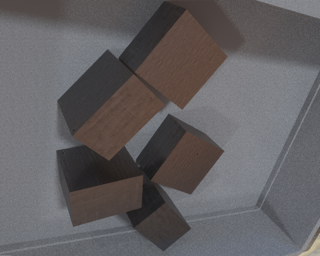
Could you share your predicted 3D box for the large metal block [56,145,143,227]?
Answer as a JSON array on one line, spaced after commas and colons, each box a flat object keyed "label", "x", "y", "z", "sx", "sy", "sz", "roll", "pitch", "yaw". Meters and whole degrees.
[{"label": "large metal block", "x": -0.074, "y": 0.061, "z": 0.372, "sx": 0.081, "sy": 0.080, "sz": 0.050, "roll": -10, "pitch": 123, "yaw": -24}]

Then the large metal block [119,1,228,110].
[{"label": "large metal block", "x": 0.015, "y": -0.081, "z": 0.352, "sx": 0.080, "sy": 0.050, "sz": 0.080, "roll": -50, "pitch": 129, "yaw": 7}]

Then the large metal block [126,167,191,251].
[{"label": "large metal block", "x": -0.011, "y": 0.113, "z": 0.439, "sx": 0.050, "sy": 0.080, "sz": 0.080, "roll": -39, "pitch": 130, "yaw": -3}]

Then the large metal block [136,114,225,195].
[{"label": "large metal block", "x": 0.028, "y": 0.038, "z": 0.433, "sx": 0.080, "sy": 0.050, "sz": 0.080, "roll": 27, "pitch": 104, "yaw": -38}]

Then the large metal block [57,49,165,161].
[{"label": "large metal block", "x": -0.055, "y": -0.027, "z": 0.328, "sx": 0.080, "sy": 0.080, "sz": 0.050, "roll": -45, "pitch": 130, "yaw": 3}]
